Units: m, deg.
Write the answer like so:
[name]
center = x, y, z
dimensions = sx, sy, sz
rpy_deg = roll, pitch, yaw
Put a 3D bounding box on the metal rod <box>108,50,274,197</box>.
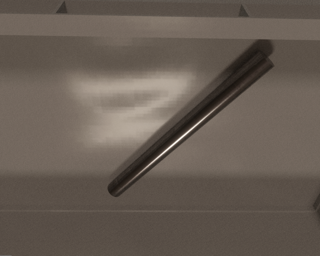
[metal rod]
center = 0.023, 0.010, 0.418
dimensions = 0.025, 0.025, 0.299
rpy_deg = 32, 123, -25
